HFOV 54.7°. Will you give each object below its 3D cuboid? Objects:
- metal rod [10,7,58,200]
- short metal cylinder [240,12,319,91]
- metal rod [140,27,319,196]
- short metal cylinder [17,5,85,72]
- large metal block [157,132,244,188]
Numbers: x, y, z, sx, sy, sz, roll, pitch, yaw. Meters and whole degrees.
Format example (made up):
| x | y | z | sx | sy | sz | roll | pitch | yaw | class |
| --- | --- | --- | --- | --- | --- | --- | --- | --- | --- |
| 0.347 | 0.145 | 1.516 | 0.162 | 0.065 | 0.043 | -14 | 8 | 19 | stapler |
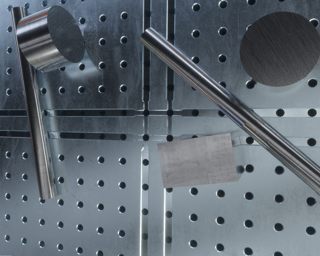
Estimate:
| x | y | z | sx | sy | sz | roll | pitch | yaw | class |
| --- | --- | --- | --- | --- | --- | --- | --- | --- | --- |
| -0.196 | -0.040 | 0.481 | 0.025 | 0.025 | 0.298 | -12 | 86 | 19 | metal rod |
| 0.134 | -0.084 | 0.352 | 0.080 | 0.050 | 0.079 | 0 | 90 | 20 | short metal cylinder |
| 0.088 | -0.026 | 0.381 | 0.300 | 0.025 | 0.025 | 43 | 103 | 14 | metal rod |
| -0.151 | -0.124 | 0.437 | 0.050 | 0.080 | 0.080 | -12 | 86 | 20 | short metal cylinder |
| 0.052 | 0.035 | 0.365 | 0.080 | 0.080 | 0.050 | -9 | 87 | 20 | large metal block |
